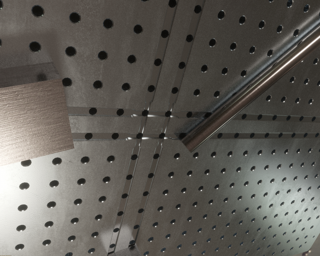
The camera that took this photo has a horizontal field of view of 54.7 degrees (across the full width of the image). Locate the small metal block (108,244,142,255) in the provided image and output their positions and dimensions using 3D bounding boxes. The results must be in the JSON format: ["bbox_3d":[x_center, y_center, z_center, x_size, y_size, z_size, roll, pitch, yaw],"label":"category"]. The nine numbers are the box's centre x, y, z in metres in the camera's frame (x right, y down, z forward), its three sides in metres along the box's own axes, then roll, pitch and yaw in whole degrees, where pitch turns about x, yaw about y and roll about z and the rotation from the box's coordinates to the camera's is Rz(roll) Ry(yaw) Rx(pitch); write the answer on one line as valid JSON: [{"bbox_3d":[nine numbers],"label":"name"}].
[{"bbox_3d":[-0.053,0.227,0.509,0.050,0.050,0.025,-13,124,-22],"label":"small metal block"}]

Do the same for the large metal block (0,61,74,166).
[{"bbox_3d":[-0.138,-0.015,0.311,0.081,0.050,0.079,-14,124,-21],"label":"large metal block"}]

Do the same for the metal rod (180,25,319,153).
[{"bbox_3d":[0.153,-0.068,0.454,0.300,0.025,0.025,-40,130,-2],"label":"metal rod"}]
